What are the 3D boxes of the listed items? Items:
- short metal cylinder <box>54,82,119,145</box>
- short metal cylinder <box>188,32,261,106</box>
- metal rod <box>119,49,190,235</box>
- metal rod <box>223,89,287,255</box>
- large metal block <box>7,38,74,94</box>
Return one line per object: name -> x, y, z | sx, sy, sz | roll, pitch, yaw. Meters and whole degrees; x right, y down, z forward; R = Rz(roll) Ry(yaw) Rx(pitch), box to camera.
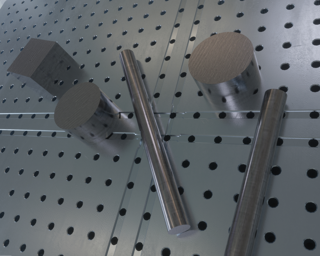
short metal cylinder -> -0.109, -0.021, 0.462 | 0.080, 0.050, 0.080 | -13, 56, 21
short metal cylinder -> 0.083, -0.074, 0.395 | 0.080, 0.050, 0.080 | -13, 56, 21
metal rod -> -0.017, -0.005, 0.420 | 0.025, 0.025, 0.299 | -27, 52, 11
metal rod -> 0.085, 0.092, 0.307 | 0.025, 0.025, 0.300 | 7, 65, 31
large metal block -> -0.225, -0.119, 0.583 | 0.080, 0.050, 0.080 | 18, 71, 35
